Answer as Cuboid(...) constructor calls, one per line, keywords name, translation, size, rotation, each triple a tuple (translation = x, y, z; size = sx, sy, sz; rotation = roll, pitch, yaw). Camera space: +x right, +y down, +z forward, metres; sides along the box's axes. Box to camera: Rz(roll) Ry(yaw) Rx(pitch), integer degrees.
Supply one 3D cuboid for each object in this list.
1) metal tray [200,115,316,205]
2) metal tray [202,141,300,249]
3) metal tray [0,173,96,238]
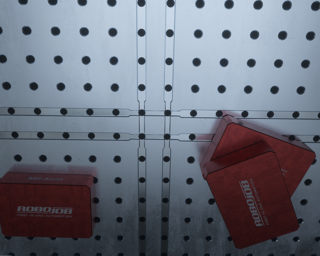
Cuboid(name="metal tray", translation=(0.133, 0.047, 0.430), size=(0.131, 0.030, 0.089), rotation=(20, 109, -8))
Cuboid(name="metal tray", translation=(0.122, 0.092, 0.414), size=(0.090, 0.030, 0.129), rotation=(-22, 109, 7))
Cuboid(name="metal tray", translation=(-0.163, 0.113, 0.450), size=(0.131, 0.030, 0.089), rotation=(2, 110, -2))
